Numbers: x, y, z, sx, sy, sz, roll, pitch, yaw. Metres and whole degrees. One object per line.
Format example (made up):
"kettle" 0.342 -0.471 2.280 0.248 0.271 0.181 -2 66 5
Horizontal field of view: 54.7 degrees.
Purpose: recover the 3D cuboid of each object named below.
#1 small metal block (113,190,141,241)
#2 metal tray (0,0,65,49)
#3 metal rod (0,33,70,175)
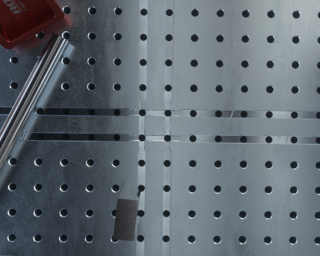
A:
"small metal block" -0.042 0.111 0.400 0.025 0.050 0.050 6 90 0
"metal tray" -0.184 -0.161 0.359 0.090 0.130 0.030 -30 61 0
"metal rod" -0.201 0.013 0.410 0.025 0.025 0.299 28 90 -1
